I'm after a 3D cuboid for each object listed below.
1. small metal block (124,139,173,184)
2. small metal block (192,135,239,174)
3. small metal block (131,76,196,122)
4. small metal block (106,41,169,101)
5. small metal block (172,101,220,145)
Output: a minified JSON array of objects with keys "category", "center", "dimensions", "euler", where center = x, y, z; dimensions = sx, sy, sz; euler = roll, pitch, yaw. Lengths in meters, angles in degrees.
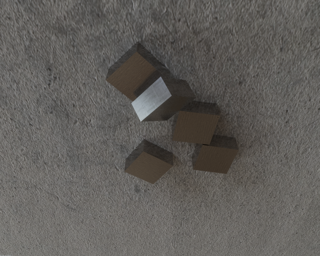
[{"category":"small metal block","center":[-0.016,0.050,0.449],"dimensions":[0.050,0.025,0.050],"euler":[28,125,-22]},{"category":"small metal block","center":[0.077,0.037,0.439],"dimensions":[0.050,0.025,0.050],"euler":[8,130,-7]},{"category":"small metal block","center":[0.005,-0.032,0.355],"dimensions":[0.050,0.025,0.050],"euler":[-38,160,32]},{"category":"small metal block","center":[-0.025,-0.061,0.355],"dimensions":[0.050,0.025,0.050],"euler":[-36,122,27]},{"category":"small metal block","center":[0.045,-0.007,0.401],"dimensions":[0.050,0.025,0.050],"euler":[7,130,-6]}]
